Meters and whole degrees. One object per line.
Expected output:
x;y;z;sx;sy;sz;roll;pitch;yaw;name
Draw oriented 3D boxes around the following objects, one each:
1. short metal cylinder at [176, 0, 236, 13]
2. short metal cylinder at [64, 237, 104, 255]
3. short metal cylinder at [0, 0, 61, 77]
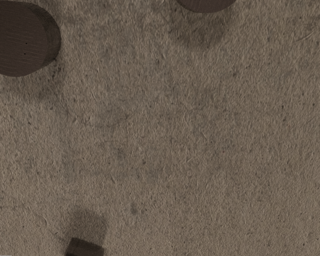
0.050;-0.167;0.336;0.081;0.050;0.079;0;110;-1;short metal cylinder
-0.122;0.209;0.456;0.050;0.080;0.079;23;108;-9;short metal cylinder
-0.162;-0.103;0.356;0.081;0.050;0.079;0;110;-1;short metal cylinder
